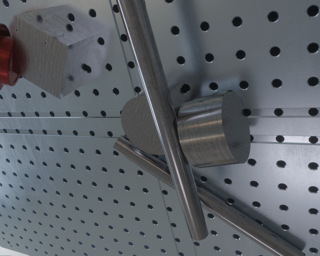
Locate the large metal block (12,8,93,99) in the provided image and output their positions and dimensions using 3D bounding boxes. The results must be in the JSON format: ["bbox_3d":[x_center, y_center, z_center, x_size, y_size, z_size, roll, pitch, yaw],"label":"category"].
[{"bbox_3d":[-0.144,-0.098,0.410,0.080,0.050,0.079,30,128,9],"label":"large metal block"}]

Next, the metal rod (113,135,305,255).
[{"bbox_3d":[0.064,0.101,0.439,0.301,0.025,0.025,32,129,7],"label":"metal rod"}]

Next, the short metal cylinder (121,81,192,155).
[{"bbox_3d":[-0.001,-0.013,0.387,0.080,0.050,0.079,13,124,21],"label":"short metal cylinder"}]

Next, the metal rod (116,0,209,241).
[{"bbox_3d":[0.011,0.007,0.344,0.025,0.025,0.298,-3,117,29],"label":"metal rod"}]

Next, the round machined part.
[{"bbox_3d":[-0.222,-0.095,0.431,0.042,0.098,0.097,10,128,-11],"label":"round machined part"}]

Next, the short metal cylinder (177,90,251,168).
[{"bbox_3d":[0.062,0.002,0.344,0.050,0.080,0.080,-12,113,33],"label":"short metal cylinder"}]
